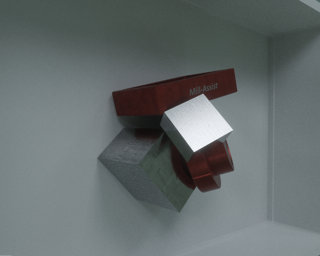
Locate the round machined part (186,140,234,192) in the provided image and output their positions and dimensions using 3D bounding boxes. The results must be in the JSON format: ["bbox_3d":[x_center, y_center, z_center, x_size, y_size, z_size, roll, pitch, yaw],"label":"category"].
[{"bbox_3d":[0.058,0.024,0.369,0.098,0.042,0.097,-19,90,-76],"label":"round machined part"}]

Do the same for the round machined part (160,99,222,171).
[{"bbox_3d":[0.038,0.009,0.430,0.099,0.042,0.097,0,90,-40],"label":"round machined part"}]

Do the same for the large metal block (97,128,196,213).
[{"bbox_3d":[-0.012,0.046,0.361,0.050,0.080,0.080,-52,121,-28],"label":"large metal block"}]

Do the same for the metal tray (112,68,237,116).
[{"bbox_3d":[0.020,-0.045,0.380,0.131,0.090,0.030,-19,103,-39],"label":"metal tray"}]

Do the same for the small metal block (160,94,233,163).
[{"bbox_3d":[0.036,-0.001,0.317,0.050,0.025,0.050,-27,69,-24],"label":"small metal block"}]
